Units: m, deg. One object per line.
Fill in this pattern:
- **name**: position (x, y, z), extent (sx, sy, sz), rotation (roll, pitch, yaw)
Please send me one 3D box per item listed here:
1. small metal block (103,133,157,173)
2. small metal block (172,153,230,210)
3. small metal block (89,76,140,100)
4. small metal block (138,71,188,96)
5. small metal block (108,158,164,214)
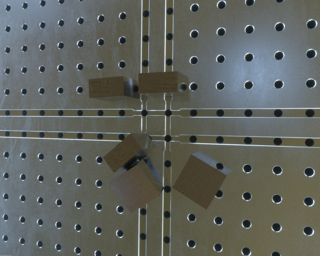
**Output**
- **small metal block**: position (-0.039, 0.032, 0.412), extent (0.050, 0.050, 0.025), rotation (-40, 77, 15)
- **small metal block**: position (0.052, 0.066, 0.394), extent (0.050, 0.025, 0.050), rotation (31, 100, 17)
- **small metal block**: position (-0.061, -0.052, 0.420), extent (0.050, 0.050, 0.025), rotation (-2, 90, 19)
- **small metal block**: position (0.006, -0.055, 0.397), extent (0.050, 0.050, 0.025), rotation (0, 90, 19)
- **small metal block**: position (-0.031, 0.078, 0.417), extent (0.050, 0.025, 0.050), rotation (-35, 93, 16)
